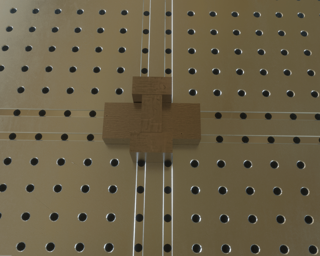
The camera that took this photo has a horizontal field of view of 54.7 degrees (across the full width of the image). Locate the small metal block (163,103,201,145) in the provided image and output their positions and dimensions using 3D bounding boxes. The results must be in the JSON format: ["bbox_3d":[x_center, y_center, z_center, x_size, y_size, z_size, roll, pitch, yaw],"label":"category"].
[{"bbox_3d":[0.028,-0.005,0.414,0.050,0.025,0.050,1,70,0],"label":"small metal block"}]

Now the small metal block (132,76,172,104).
[{"bbox_3d":[-0.010,-0.046,0.415,0.050,0.050,0.025,1,70,0],"label":"small metal block"}]

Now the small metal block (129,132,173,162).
[{"bbox_3d":[-0.010,0.025,0.389,0.050,0.050,0.025,1,70,0],"label":"small metal block"}]

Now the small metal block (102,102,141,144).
[{"bbox_3d":[-0.048,-0.006,0.413,0.050,0.025,0.050,1,70,0],"label":"small metal block"}]

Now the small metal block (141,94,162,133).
[{"bbox_3d":[-0.010,-0.010,0.401,0.025,0.050,0.050,1,70,0],"label":"small metal block"}]
